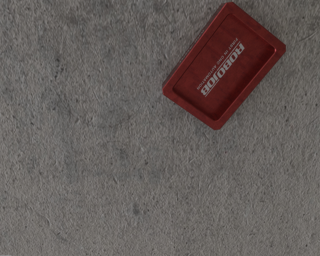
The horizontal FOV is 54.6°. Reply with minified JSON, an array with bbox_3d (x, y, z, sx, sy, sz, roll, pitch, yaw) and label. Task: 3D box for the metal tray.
[{"bbox_3d":[0.075,-0.073,0.380,0.090,0.030,0.130,34,106,-12],"label":"metal tray"}]
